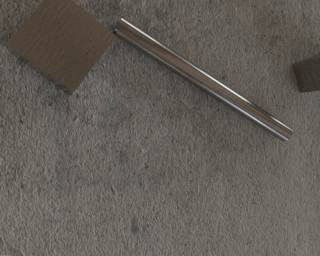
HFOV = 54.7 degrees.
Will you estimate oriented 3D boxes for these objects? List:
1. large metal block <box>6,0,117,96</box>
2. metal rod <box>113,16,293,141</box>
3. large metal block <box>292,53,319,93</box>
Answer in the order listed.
[{"bbox_3d":[-0.111,-0.095,0.355,0.080,0.050,0.080,37,78,-16],"label":"large metal block"},{"bbox_3d":[0.072,-0.060,0.435,0.301,0.025,0.025,29,81,-18],"label":"metal rod"},{"bbox_3d":[0.271,-0.094,0.480,0.081,0.080,0.050,-22,98,-19],"label":"large metal block"}]
